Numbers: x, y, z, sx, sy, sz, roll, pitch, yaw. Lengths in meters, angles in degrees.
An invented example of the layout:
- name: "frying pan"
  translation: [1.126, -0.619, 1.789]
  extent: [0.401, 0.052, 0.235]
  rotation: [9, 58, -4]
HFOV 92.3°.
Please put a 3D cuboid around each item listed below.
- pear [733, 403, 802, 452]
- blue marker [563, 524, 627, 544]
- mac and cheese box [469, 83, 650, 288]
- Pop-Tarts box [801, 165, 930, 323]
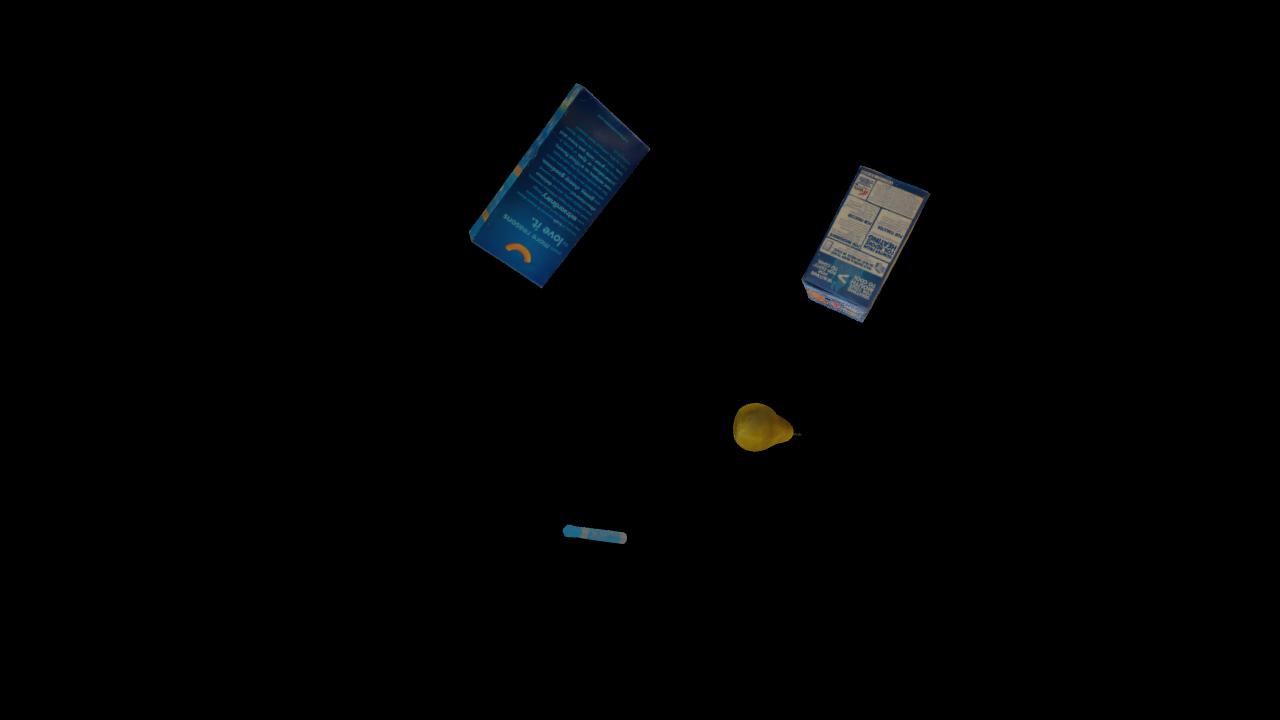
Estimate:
- name: "pear"
  translation: [0.205, 0.110, 0.967]
  extent: [0.111, 0.080, 0.080]
  rotation: [6, 0, -1]
- name: "blue marker"
  translation: [-0.072, 0.279, 0.982]
  extent: [0.121, 0.020, 0.020]
  rotation: [21, -13, -38]
- name: "mac and cheese box"
  translation: [-0.083, -0.173, 0.628]
  extent: [0.093, 0.184, 0.041]
  rotation: [33, 15, -33]
- name: "Pop-Tarts box"
  translation: [0.266, -0.130, 0.740]
  extent: [0.083, 0.141, 0.167]
  rotation: [28, 7, 17]
